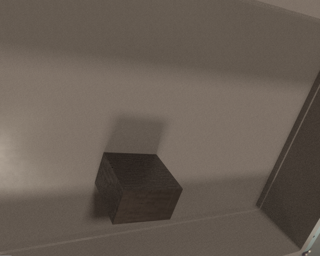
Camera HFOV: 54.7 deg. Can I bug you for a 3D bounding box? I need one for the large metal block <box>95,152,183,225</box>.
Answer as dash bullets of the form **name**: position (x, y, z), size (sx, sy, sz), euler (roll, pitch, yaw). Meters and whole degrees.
- **large metal block**: position (-0.030, 0.076, 0.405), size (0.081, 0.080, 0.050), euler (5, 116, -31)
